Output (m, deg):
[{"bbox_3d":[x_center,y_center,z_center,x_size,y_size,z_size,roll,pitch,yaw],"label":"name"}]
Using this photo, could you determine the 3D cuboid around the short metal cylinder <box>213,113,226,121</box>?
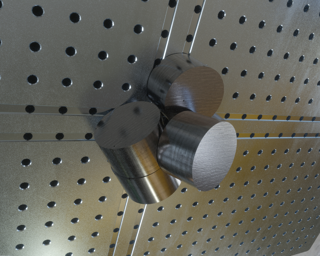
[{"bbox_3d":[0.055,0.012,0.434,0.081,0.050,0.079,-14,125,-21],"label":"short metal cylinder"}]

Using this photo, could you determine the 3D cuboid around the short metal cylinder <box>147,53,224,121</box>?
[{"bbox_3d":[0.031,-0.046,0.384,0.081,0.050,0.079,-14,125,-21],"label":"short metal cylinder"}]

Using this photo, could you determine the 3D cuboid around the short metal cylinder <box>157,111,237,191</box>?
[{"bbox_3d":[0.043,0.025,0.352,0.081,0.050,0.079,-20,120,-41],"label":"short metal cylinder"}]

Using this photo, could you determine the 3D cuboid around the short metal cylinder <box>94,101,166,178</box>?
[{"bbox_3d":[-0.030,0.013,0.368,0.080,0.080,0.050,-30,129,-10],"label":"short metal cylinder"}]

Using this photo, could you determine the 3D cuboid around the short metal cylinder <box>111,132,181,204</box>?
[{"bbox_3d":[-0.016,0.050,0.399,0.080,0.080,0.050,-30,129,-10],"label":"short metal cylinder"}]
